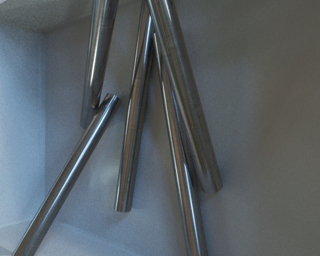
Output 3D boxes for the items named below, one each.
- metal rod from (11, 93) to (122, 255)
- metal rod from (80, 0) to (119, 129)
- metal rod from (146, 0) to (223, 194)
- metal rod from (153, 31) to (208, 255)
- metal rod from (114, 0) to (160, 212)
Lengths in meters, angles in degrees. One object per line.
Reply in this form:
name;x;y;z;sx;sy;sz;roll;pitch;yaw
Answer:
metal rod;-0.135;0.083;0.426;0.025;0.025;0.300;16;71;38
metal rod;-0.078;-0.084;0.382;0.025;0.025;0.298;61;151;21
metal rod;0.017;-0.065;0.309;0.025;0.025;0.298;-1;115;40
metal rod;0.025;0.025;0.384;0.025;0.025;0.298;-14;81;39
metal rod;-0.033;-0.029;0.431;0.025;0.025;0.298;14;99;39
